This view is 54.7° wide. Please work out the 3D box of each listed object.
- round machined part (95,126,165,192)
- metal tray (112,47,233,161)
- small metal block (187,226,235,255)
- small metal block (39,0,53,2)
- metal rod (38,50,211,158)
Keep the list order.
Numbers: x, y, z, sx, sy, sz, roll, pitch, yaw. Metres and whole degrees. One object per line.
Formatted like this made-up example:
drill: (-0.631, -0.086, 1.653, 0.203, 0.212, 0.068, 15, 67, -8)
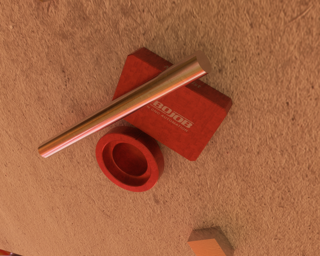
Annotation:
round machined part: (-0.038, 0.039, 0.439, 0.098, 0.042, 0.097, 13, 124, 20)
metal tray: (0.010, -0.028, 0.380, 0.130, 0.030, 0.089, 32, 128, 7)
small metal block: (0.079, 0.182, 0.477, 0.050, 0.025, 0.050, -23, 106, 36)
small metal block: (-0.148, -0.186, 0.367, 0.050, 0.025, 0.050, 31, 128, 7)
metal rod: (-0.067, -0.015, 0.391, 0.299, 0.025, 0.025, -24, 106, 36)
